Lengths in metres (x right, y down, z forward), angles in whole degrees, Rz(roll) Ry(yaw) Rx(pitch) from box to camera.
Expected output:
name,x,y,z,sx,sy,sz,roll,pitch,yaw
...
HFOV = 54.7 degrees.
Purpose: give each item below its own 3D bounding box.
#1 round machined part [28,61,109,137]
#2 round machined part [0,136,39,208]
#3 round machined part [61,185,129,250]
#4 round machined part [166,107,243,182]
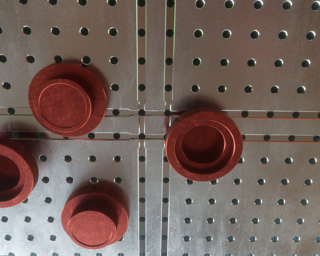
name,x,y,z,sx,sy,sz,roll,pitch,yaw
round machined part,-0.117,-0.033,0.390,0.099,0.042,0.097,0,110,-1
round machined part,-0.215,0.056,0.422,0.099,0.042,0.097,0,110,-1
round machined part,-0.096,0.137,0.454,0.099,0.042,0.097,0,110,-1
round machined part,0.056,0.018,0.412,0.099,0.042,0.097,0,110,-1
